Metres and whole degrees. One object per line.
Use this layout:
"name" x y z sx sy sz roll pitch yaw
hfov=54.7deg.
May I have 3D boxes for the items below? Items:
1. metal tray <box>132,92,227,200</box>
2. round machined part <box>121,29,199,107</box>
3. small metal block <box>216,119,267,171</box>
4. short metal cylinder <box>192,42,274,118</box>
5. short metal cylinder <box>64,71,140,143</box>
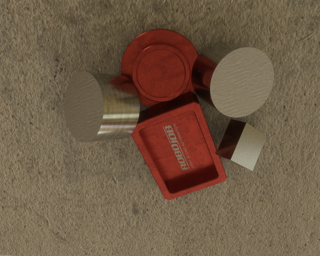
"metal tray" 0.026 0.028 0.407 0.090 0.030 0.129 -21 119 7
"round machined part" 0.001 -0.069 0.377 0.099 0.042 0.097 0 110 0
"small metal block" 0.106 0.022 0.401 0.050 0.025 0.050 27 85 -37
"short metal cylinder" 0.085 -0.058 0.366 0.081 0.050 0.079 -7 113 -17
"short metal cylinder" -0.070 -0.024 0.365 0.050 0.080 0.079 -4 118 -46
